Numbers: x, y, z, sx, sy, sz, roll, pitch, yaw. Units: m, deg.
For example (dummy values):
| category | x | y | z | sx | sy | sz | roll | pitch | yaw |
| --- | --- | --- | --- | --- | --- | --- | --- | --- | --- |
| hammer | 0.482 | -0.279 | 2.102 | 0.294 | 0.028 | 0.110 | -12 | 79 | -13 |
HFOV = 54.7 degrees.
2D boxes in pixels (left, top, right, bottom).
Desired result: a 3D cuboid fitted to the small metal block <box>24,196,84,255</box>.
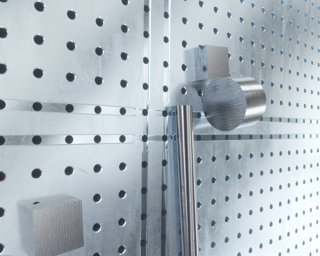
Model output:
| category | x | y | z | sx | sy | sz | roll | pitch | yaw |
| --- | --- | --- | --- | --- | --- | --- | --- | --- | --- |
| small metal block | -0.109 | 0.102 | 0.320 | 0.050 | 0.025 | 0.050 | -4 | 93 | -40 |

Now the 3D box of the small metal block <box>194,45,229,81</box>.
| category | x | y | z | sx | sy | sz | roll | pitch | yaw |
| --- | --- | --- | --- | --- | --- | --- | --- | --- | --- |
| small metal block | 0.081 | -0.099 | 0.479 | 0.050 | 0.025 | 0.050 | -7 | 95 | -40 |

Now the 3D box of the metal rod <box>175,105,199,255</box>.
| category | x | y | z | sx | sy | sz | roll | pitch | yaw |
| --- | --- | --- | --- | --- | --- | --- | --- | --- | --- |
| metal rod | 0.041 | 0.117 | 0.445 | 0.025 | 0.025 | 0.298 | -5 | 93 | -40 |

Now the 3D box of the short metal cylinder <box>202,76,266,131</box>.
| category | x | y | z | sx | sy | sz | roll | pitch | yaw |
| --- | --- | --- | --- | --- | --- | --- | --- | --- | --- |
| short metal cylinder | 0.111 | -0.038 | 0.469 | 0.050 | 0.080 | 0.079 | -11 | 97 | -40 |
